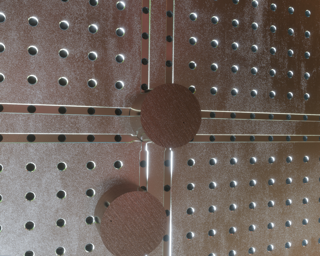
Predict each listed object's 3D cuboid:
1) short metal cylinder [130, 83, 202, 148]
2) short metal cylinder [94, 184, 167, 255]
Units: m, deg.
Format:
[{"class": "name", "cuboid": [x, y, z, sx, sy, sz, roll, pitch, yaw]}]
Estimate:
[{"class": "short metal cylinder", "cuboid": [0.006, -0.015, 0.401, 0.081, 0.050, 0.079, 0, 90, -20]}, {"class": "short metal cylinder", "cuboid": [-0.038, 0.114, 0.385, 0.081, 0.050, 0.079, 0, 90, -20]}]
